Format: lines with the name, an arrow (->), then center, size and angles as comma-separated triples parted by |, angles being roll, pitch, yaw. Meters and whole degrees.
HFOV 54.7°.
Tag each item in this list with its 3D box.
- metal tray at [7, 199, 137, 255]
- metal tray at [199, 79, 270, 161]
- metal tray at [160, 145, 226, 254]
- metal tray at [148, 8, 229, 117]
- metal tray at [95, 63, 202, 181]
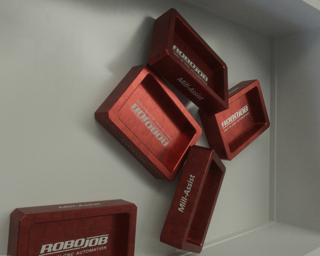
metal tray -> -0.088, 0.128, 0.329 | 0.131, 0.030, 0.089 | 6, 86, -40
metal tray -> 0.126, -0.016, 0.508 | 0.131, 0.030, 0.090 | -32, 110, -35
metal tray -> 0.050, 0.099, 0.422 | 0.090, 0.030, 0.130 | 48, 59, -57
metal tray -> 0.044, -0.086, 0.418 | 0.130, 0.030, 0.090 | 36, 46, -34
metal tray -> -0.008, -0.005, 0.395 | 0.130, 0.030, 0.090 | 49, 61, -29
